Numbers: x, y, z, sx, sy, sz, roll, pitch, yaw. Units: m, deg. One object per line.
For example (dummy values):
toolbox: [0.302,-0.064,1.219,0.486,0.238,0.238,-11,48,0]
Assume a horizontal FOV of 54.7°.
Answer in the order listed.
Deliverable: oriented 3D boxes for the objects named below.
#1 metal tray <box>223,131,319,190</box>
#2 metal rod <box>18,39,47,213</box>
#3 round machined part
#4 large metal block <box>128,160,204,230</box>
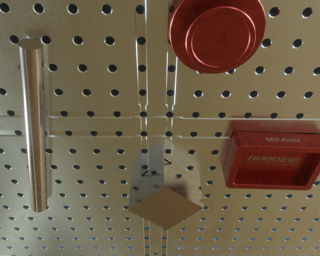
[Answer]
metal tray: [0.166,0.050,0.452,0.131,0.030,0.089,2,130,-2]
metal rod: [-0.171,0.021,0.427,0.025,0.025,0.298,9,130,-8]
round machined part: [0.059,-0.098,0.318,0.099,0.042,0.097,0,130,0]
large metal block: [0.009,0.107,0.486,0.080,0.050,0.080,34,122,-26]
